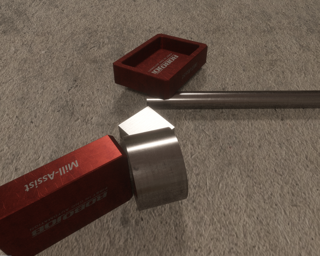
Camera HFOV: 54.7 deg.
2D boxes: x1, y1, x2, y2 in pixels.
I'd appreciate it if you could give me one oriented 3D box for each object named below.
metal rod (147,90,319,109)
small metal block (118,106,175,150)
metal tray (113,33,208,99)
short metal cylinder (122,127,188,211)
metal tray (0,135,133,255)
[{"bbox_3d":[0.133,-0.040,0.438,0.302,0.025,0.025,-1,50,-1],"label":"metal rod"},{"bbox_3d":[-0.017,0.006,0.398,0.050,0.025,0.050,-35,59,-26],"label":"small metal block"},{"bbox_3d":[0.004,-0.097,0.462,0.090,0.030,0.131,21,43,23],"label":"metal tray"},{"bbox_3d":[-0.007,0.043,0.332,0.050,0.080,0.080,-12,51,-10],"label":"short metal cylinder"},{"bbox_3d":[-0.093,0.069,0.301,0.131,0.089,0.030,-27,56,-21],"label":"metal tray"}]
